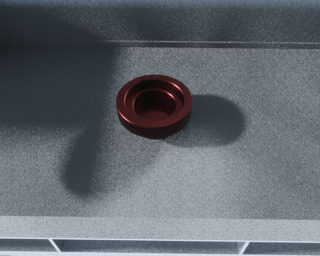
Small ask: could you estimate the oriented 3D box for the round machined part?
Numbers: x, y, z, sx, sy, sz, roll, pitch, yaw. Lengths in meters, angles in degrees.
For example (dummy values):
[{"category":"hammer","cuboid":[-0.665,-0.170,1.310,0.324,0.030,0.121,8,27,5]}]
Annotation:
[{"category":"round machined part","cuboid":[-0.007,-0.024,0.414,0.099,0.042,0.098,0,50,0]}]
